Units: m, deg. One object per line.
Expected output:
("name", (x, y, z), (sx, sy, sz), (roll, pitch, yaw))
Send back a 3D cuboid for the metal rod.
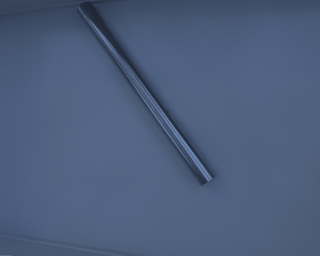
("metal rod", (-0.024, -0.053, 0.417), (0.025, 0.025, 0.299), (-39, 78, 16))
